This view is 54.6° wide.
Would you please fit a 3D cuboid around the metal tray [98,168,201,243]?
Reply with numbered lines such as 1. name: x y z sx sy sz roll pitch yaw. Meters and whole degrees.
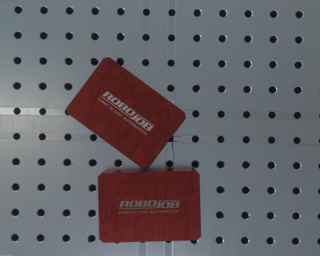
1. metal tray: -0.014 0.101 0.411 0.131 0.030 0.090 -1 90 0

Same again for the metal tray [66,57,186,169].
1. metal tray: -0.043 -0.019 0.411 0.130 0.030 0.090 36 90 0
